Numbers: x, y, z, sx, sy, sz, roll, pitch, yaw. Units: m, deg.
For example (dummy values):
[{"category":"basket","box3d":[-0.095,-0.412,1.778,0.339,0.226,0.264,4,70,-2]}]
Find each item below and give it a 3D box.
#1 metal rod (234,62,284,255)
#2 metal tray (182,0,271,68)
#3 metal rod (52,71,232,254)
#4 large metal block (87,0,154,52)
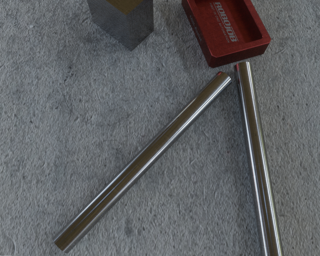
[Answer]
[{"category":"metal rod","box3d":[0.125,0.052,0.390,0.025,0.025,0.299,-2,70,-1]},{"category":"metal tray","box3d":[0.096,-0.162,0.465,0.091,0.030,0.130,-17,71,-7]},{"category":"metal rod","box3d":[-0.012,0.033,0.395,0.025,0.025,0.301,41,75,13]},{"category":"large metal block","box3d":[-0.056,-0.170,0.440,0.080,0.080,0.050,40,75,13]}]
